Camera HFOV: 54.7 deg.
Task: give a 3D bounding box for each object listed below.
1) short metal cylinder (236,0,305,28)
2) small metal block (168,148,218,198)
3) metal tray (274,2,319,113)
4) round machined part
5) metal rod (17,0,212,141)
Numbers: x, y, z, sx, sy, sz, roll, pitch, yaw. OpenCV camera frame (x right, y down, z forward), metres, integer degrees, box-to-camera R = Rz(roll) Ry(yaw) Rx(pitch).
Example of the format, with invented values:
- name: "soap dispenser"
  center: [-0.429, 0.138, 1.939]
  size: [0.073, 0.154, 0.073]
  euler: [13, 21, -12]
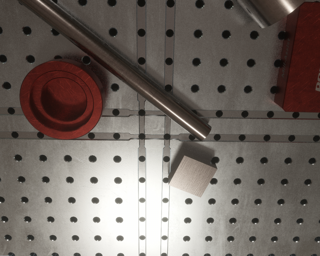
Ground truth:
- name: "short metal cylinder"
  center: [0.123, -0.154, 0.329]
  size: [0.050, 0.080, 0.080]
  euler: [43, 104, -14]
- name: "small metal block"
  center: [0.045, 0.063, 0.437]
  size: [0.050, 0.025, 0.050]
  euler: [23, 108, -9]
- name: "metal tray"
  center: [0.200, -0.085, 0.382]
  size: [0.091, 0.030, 0.129]
  euler: [1, 110, -1]
- name: "round machined part"
  center: [-0.118, -0.038, 0.389]
  size: [0.099, 0.042, 0.097]
  euler: [0, 110, -1]
- name: "metal rod"
  center: [-0.056, -0.081, 0.382]
  size: [0.301, 0.025, 0.025]
  euler: [37, 106, -13]
